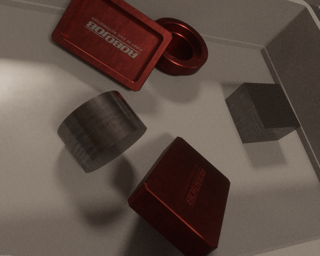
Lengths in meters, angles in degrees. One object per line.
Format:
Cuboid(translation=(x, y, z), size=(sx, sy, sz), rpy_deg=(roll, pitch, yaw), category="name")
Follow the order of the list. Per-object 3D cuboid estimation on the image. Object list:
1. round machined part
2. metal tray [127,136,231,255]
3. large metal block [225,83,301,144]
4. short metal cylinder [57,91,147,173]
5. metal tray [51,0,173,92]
Cuboid(translation=(0.022, -0.120, 0.482), size=(0.099, 0.042, 0.098), rpy_deg=(14, 56, -21), category="round machined part")
Cuboid(translation=(0.029, 0.070, 0.345), size=(0.090, 0.030, 0.131), rpy_deg=(42, 27, 0), category="metal tray")
Cuboid(translation=(0.163, -0.024, 0.495), size=(0.081, 0.050, 0.080), rpy_deg=(-3, 63, -30), category="large metal block")
Cuboid(translation=(-0.061, 0.004, 0.336), size=(0.081, 0.080, 0.050), rpy_deg=(-32, 80, -38), category="short metal cylinder")
Cuboid(translation=(-0.061, -0.119, 0.407), size=(0.130, 0.090, 0.030), rpy_deg=(32, 7, -8), category="metal tray")
